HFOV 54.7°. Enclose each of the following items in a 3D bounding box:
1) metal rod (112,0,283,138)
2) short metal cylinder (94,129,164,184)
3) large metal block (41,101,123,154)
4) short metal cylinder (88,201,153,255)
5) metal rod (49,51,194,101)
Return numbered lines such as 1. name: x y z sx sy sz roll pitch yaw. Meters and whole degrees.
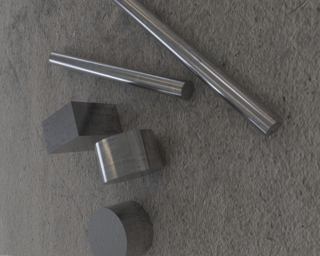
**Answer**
1. metal rod: 0.027 -0.097 0.382 0.300 0.025 0.025 48 119 29
2. short metal cylinder: -0.040 0.039 0.402 0.080 0.081 0.050 -26 74 37
3. large metal block: -0.116 0.001 0.465 0.080 0.081 0.050 -26 74 37
4. short metal cylinder: -0.056 0.147 0.435 0.080 0.050 0.080 0 90 40
5. metal rod: -0.078 -0.086 0.468 0.300 0.025 0.025 20 103 38
